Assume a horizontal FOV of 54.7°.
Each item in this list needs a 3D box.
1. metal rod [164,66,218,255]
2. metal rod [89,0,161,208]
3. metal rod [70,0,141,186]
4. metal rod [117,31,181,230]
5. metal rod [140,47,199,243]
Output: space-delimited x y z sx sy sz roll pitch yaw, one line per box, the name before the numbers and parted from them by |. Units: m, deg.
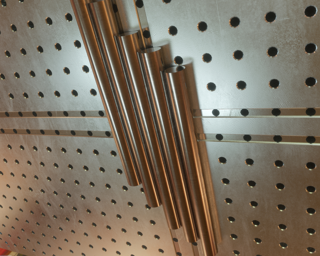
metal rod | 0.048 0.063 0.423 0.025 0.025 0.298 1 119 27
metal rod | -0.038 -0.015 0.419 0.025 0.025 0.298 1 119 27
metal rod | -0.068 -0.048 0.415 0.025 0.025 0.298 1 119 27
metal rod | -0.007 0.021 0.425 0.025 0.025 0.298 1 119 27
metal rod | 0.020 0.040 0.424 0.025 0.025 0.298 1 119 27
